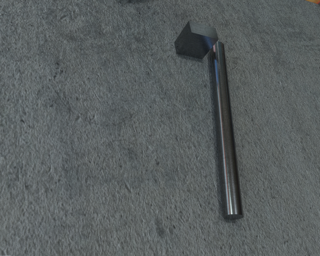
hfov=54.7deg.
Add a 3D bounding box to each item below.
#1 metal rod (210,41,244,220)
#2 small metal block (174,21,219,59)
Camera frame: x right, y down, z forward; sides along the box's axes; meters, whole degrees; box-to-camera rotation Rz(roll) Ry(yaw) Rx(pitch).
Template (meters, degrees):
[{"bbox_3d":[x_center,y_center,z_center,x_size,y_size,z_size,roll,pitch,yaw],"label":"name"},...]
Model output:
[{"bbox_3d":[0.096,-0.016,0.464,0.025,0.025,0.300,15,55,-20],"label":"metal rod"},{"bbox_3d":[0.059,-0.142,0.506,0.050,0.050,0.025,6,59,-25],"label":"small metal block"}]
